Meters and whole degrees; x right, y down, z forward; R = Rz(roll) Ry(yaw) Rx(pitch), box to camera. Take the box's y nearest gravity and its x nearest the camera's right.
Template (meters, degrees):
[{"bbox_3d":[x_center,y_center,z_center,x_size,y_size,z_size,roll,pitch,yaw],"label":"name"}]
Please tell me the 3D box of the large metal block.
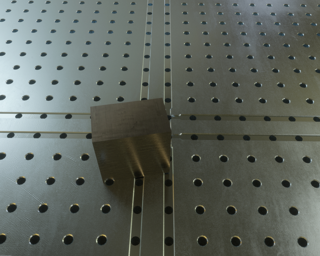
[{"bbox_3d":[-0.032,0.015,0.359,0.081,0.080,0.050,-8,51,-7],"label":"large metal block"}]
